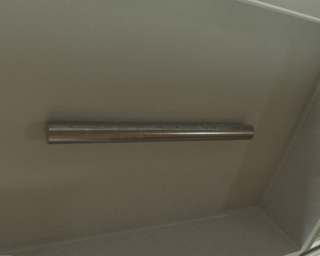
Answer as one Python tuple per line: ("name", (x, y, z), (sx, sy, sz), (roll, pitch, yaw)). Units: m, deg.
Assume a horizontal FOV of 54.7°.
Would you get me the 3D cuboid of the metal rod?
("metal rod", (0.008, 0.006, 0.416), (0.303, 0.025, 0.025), (0, 118, -29))
